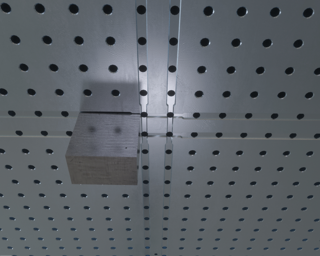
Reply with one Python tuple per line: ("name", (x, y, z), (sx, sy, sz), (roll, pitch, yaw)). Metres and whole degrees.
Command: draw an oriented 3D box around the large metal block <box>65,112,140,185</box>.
("large metal block", (-0.067, 0.025, 0.396), (0.080, 0.080, 0.050), (1, 130, -1))
